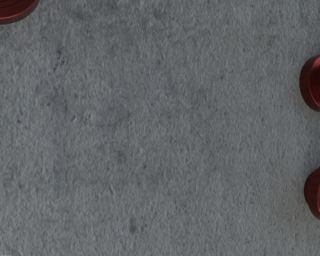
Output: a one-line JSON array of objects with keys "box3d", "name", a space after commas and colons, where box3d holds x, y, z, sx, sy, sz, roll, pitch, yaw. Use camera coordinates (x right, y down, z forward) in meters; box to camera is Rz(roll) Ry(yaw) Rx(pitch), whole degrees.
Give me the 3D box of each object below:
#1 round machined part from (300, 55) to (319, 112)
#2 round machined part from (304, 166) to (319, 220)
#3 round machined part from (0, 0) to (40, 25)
[{"box3d": [0.282, -0.075, 0.507, 0.099, 0.042, 0.097, 0, 90, -21], "name": "round machined part"}, {"box3d": [0.277, 0.105, 0.505, 0.099, 0.042, 0.097, 0, 90, -21], "name": "round machined part"}, {"box3d": [-0.179, -0.160, 0.334, 0.099, 0.042, 0.097, 0, 90, -21], "name": "round machined part"}]
